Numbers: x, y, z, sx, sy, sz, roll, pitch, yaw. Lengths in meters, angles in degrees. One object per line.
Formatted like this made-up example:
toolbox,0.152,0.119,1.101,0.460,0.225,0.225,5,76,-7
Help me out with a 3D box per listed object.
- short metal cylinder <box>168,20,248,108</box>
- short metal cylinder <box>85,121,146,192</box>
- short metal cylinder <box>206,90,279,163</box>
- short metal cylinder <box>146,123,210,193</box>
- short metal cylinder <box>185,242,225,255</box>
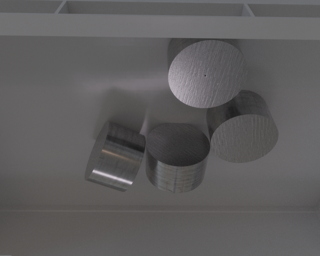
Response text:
short metal cylinder,0.049,-0.068,0.335,0.081,0.050,0.079,0,130,0
short metal cylinder,-0.059,0.037,0.404,0.050,0.080,0.080,22,127,-18
short metal cylinder,0.102,-0.001,0.392,0.081,0.050,0.079,0,130,0
short metal cylinder,0.022,0.038,0.405,0.081,0.080,0.050,2,130,-2
short metal cylinder,0.088,0.274,0.609,0.080,0.080,0.050,21,127,-17
